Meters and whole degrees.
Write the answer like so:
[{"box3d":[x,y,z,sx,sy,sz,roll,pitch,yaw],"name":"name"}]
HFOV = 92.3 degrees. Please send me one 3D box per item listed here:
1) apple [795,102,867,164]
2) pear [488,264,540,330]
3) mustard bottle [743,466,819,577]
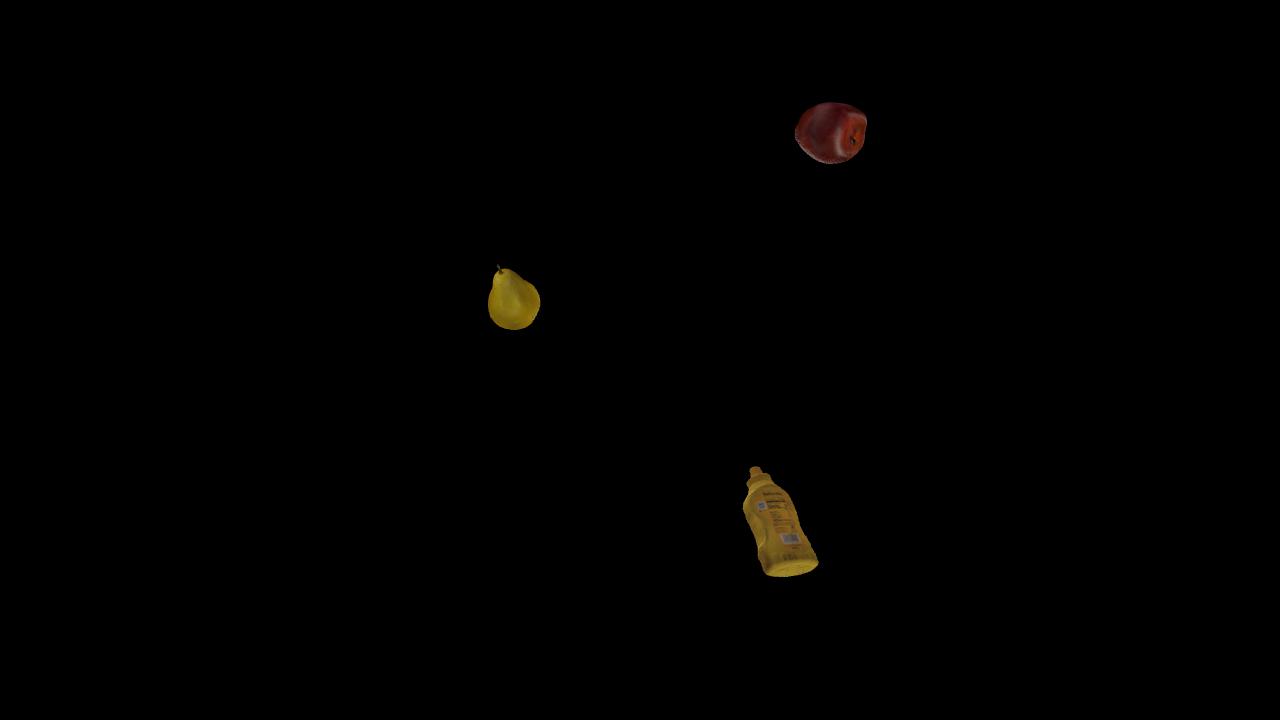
[{"box3d":[0.243,-0.290,0.788,0.079,0.079,0.093,0,27,-35],"name":"apple"},{"box3d":[-0.190,-0.100,0.890,0.080,0.111,0.080,-5,40,5],"name":"pear"},{"box3d":[0.214,0.253,0.994,0.092,0.184,0.054,0,-42,-18],"name":"mustard bottle"}]
